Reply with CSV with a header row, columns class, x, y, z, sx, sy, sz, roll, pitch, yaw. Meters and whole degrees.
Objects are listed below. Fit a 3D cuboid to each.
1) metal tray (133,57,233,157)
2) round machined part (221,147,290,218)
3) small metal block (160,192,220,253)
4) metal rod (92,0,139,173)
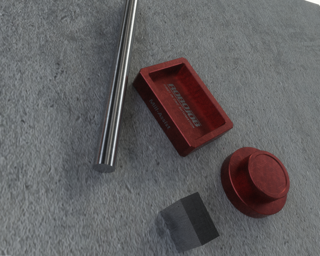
class,x,y,z,sx,sy,sz,roll,pitch,yaw
metal tray,0.033,-0.034,0.438,0.091,0.030,0.130,-24,75,-37
round machined part,0.136,0.070,0.424,0.099,0.042,0.098,14,56,-21
small metal block,0.031,0.104,0.341,0.025,0.050,0.050,-14,69,-34
metal rod,-0.054,-0.081,0.423,0.025,0.025,0.300,16,55,-19
